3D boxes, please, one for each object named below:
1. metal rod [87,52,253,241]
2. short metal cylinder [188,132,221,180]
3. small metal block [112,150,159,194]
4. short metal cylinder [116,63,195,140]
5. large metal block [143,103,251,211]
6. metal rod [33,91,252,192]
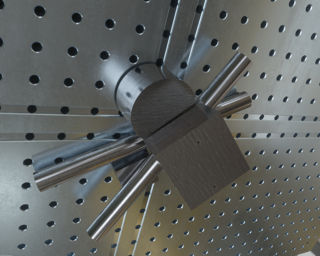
[{"bbox_3d":[0.008,0.028,0.397,0.299,0.025,0.025,-50,129,7],"label":"metal rod"},{"bbox_3d":[0.056,0.047,0.431,0.050,0.080,0.080,-37,129,-3],"label":"short metal cylinder"},{"bbox_3d":[-0.034,0.059,0.425,0.050,0.025,0.050,-25,128,-13],"label":"small metal block"},{"bbox_3d":[-0.006,-0.030,0.369,0.081,0.050,0.079,-14,124,-21],"label":"short metal cylinder"},{"bbox_3d":[0.041,0.030,0.350,0.080,0.050,0.080,-34,112,-5],"label":"large metal block"},{"bbox_3d":[-0.010,0.011,0.408,0.302,0.025,0.025,-21,127,-16],"label":"metal rod"}]
